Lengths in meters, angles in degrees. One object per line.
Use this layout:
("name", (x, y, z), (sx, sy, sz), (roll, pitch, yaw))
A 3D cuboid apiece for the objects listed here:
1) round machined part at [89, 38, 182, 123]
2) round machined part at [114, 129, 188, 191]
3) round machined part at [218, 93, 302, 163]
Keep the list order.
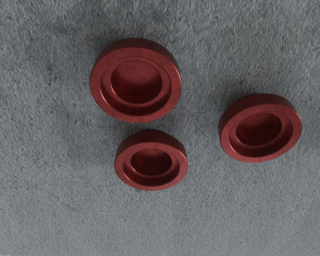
("round machined part", (-0.026, -0.056, 0.348), (0.099, 0.042, 0.097), (0, 130, 0))
("round machined part", (-0.012, 0.041, 0.430), (0.099, 0.042, 0.097), (0, 130, 0))
("round machined part", (0.123, -0.004, 0.394), (0.099, 0.042, 0.097), (0, 130, 0))
